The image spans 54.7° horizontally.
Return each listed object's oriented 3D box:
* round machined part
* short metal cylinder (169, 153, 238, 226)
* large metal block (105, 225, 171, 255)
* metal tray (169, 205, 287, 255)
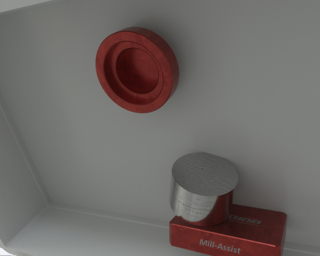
[{"bbox_3d":[-0.023,-0.070,0.365,0.098,0.042,0.097,13,124,20],"label":"round machined part"},{"bbox_3d":[0.053,0.075,0.390,0.080,0.080,0.050,16,125,19],"label":"short metal cylinder"},{"bbox_3d":[-0.036,0.220,0.547,0.080,0.050,0.080,-9,115,32],"label":"large metal block"},{"bbox_3d":[0.088,0.129,0.395,0.130,0.090,0.030,4,101,26],"label":"metal tray"}]
